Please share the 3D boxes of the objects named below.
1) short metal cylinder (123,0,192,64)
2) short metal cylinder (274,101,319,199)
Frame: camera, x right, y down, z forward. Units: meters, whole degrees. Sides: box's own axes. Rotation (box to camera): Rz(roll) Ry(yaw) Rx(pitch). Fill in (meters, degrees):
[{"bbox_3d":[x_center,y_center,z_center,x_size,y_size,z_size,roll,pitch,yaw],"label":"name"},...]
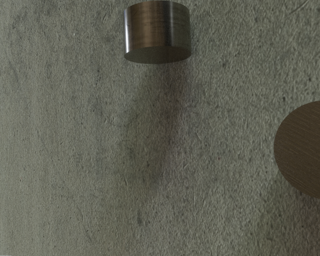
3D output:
[{"bbox_3d":[-0.003,-0.111,0.372,0.080,0.081,0.050,-4,88,40],"label":"short metal cylinder"},{"bbox_3d":[0.147,0.017,0.267,0.080,0.050,0.080,0,90,40],"label":"short metal cylinder"}]
